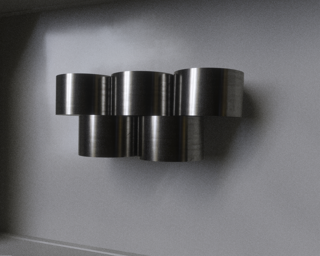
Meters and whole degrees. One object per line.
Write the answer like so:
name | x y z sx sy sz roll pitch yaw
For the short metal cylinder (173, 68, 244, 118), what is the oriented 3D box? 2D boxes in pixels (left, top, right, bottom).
short metal cylinder | 0.055 -0.038 0.360 0.080 0.080 0.050 2 91 20

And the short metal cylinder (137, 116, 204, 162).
short metal cylinder | 0.013 0.011 0.375 0.080 0.080 0.050 1 91 20

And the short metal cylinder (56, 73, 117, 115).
short metal cylinder | -0.097 -0.042 0.414 0.080 0.080 0.050 1 91 20

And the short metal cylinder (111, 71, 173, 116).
short metal cylinder | -0.021 -0.040 0.387 0.080 0.080 0.050 1 91 20

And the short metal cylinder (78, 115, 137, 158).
short metal cylinder | -0.064 0.009 0.402 0.080 0.080 0.050 1 91 20
